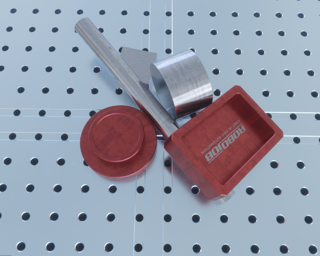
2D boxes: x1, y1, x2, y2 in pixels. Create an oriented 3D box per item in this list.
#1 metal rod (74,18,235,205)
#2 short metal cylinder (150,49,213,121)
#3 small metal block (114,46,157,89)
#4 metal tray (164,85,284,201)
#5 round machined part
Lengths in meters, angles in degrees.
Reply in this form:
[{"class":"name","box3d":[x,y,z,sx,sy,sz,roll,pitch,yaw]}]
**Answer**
[{"class":"metal rod","box3d":[-0.011,-0.027,0.404,0.025,0.025,0.300,-38,83,-13]},{"class":"short metal cylinder","box3d":[0.027,-0.055,0.403,0.050,0.080,0.080,-24,72,-9]},{"class":"small metal block","box3d":[-0.034,-0.084,0.442,0.050,0.025,0.050,13,70,4]},{"class":"metal tray","box3d":[0.081,0.014,0.382,0.131,0.030,0.090,-37,81,-28]},{"class":"round machined part","box3d":[-0.053,0.015,0.396,0.099,0.042,0.098,0,70,-1]}]
